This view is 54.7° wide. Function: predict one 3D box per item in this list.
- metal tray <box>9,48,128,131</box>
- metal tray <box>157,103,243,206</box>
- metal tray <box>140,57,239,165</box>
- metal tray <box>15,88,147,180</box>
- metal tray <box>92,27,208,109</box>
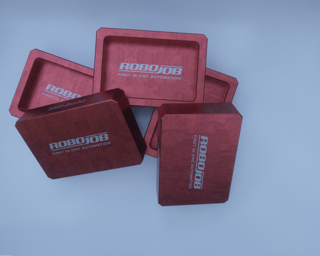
[{"bbox_3d":[-0.115,-0.038,0.404,0.131,0.030,0.090,20,90,-1],"label":"metal tray"},{"bbox_3d":[0.043,0.034,0.376,0.091,0.030,0.129,-1,119,-6],"label":"metal tray"},{"bbox_3d":[0.037,-0.016,0.408,0.090,0.030,0.129,19,90,-1],"label":"metal tray"},{"bbox_3d":[-0.092,0.011,0.372,0.130,0.030,0.090,-12,120,15],"label":"metal tray"},{"bbox_3d":[-0.012,-0.069,0.377,0.131,0.030,0.089,4,90,-1],"label":"metal tray"}]
